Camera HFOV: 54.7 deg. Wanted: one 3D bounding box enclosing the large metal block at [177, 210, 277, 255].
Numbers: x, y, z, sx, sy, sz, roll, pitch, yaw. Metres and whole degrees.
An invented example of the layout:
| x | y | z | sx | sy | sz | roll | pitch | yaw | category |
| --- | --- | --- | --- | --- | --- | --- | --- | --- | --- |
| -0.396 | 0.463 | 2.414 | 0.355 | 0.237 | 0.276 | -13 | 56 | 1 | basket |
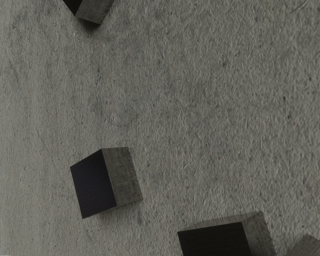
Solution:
| x | y | z | sx | sy | sz | roll | pitch | yaw | category |
| --- | --- | --- | --- | --- | --- | --- | --- | --- | --- |
| 0.074 | 0.139 | 0.327 | 0.080 | 0.050 | 0.080 | -24 | 75 | 37 | large metal block |

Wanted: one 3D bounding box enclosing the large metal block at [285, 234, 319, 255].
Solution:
| x | y | z | sx | sy | sz | roll | pitch | yaw | category |
| --- | --- | --- | --- | --- | --- | --- | --- | --- | --- |
| 0.140 | 0.141 | 0.254 | 0.080 | 0.081 | 0.050 | 28 | 108 | 36 | large metal block |

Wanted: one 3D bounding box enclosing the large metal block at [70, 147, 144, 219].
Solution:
| x | y | z | sx | sy | sz | roll | pitch | yaw | category |
| --- | --- | --- | --- | --- | --- | --- | --- | --- | --- |
| -0.080 | 0.080 | 0.455 | 0.080 | 0.050 | 0.080 | -29 | 72 | 36 | large metal block |

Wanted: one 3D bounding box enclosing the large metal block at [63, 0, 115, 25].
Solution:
| x | y | z | sx | sy | sz | roll | pitch | yaw | category |
| --- | --- | --- | --- | --- | --- | --- | --- | --- | --- |
| -0.111 | -0.223 | 0.480 | 0.080 | 0.050 | 0.080 | -52 | 60 | 27 | large metal block |
